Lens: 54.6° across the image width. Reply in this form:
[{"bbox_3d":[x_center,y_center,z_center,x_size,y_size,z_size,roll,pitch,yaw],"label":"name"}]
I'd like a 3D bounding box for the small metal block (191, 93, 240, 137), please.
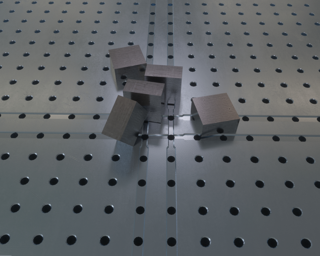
[{"bbox_3d":[0.074,-0.019,0.424,0.050,0.025,0.050,-10,51,-8],"label":"small metal block"}]

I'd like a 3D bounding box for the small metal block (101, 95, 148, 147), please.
[{"bbox_3d":[-0.042,-0.007,0.386,0.025,0.050,0.050,21,84,16],"label":"small metal block"}]

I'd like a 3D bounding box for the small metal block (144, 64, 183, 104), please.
[{"bbox_3d":[0.005,-0.062,0.444,0.050,0.050,0.025,5,50,4],"label":"small metal block"}]

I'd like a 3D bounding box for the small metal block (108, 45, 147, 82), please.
[{"bbox_3d":[-0.051,-0.104,0.495,0.050,0.025,0.050,-13,51,-11],"label":"small metal block"}]

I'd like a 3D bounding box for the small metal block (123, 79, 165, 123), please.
[{"bbox_3d":[-0.021,-0.037,0.422,0.050,0.050,0.025,8,49,7],"label":"small metal block"}]
